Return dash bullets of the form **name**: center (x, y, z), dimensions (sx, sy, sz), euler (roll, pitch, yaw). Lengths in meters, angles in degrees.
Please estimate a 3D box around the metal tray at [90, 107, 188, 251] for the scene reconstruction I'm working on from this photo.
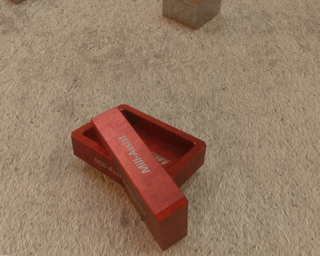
- **metal tray**: center (-0.021, 0.050, 0.316), dimensions (0.030, 0.090, 0.130), euler (-29, 56, -17)

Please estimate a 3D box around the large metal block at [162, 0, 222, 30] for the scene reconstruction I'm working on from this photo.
- **large metal block**: center (0.061, -0.239, 0.589), dimensions (0.080, 0.050, 0.080), euler (32, 57, 23)

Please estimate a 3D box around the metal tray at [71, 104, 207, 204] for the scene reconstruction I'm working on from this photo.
- **metal tray**: center (-0.025, 0.023, 0.357), dimensions (0.130, 0.030, 0.091), euler (26, 41, 28)

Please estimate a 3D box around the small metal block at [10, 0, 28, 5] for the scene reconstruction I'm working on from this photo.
- **small metal block**: center (-0.291, -0.284, 0.638), dimensions (0.050, 0.025, 0.050), euler (36, 58, 26)
